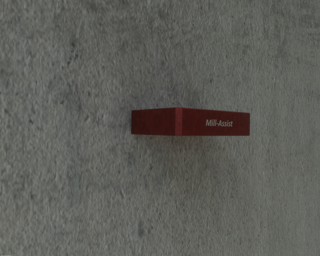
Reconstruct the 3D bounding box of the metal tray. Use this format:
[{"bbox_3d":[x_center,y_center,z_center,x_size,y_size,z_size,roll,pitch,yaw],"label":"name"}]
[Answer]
[{"bbox_3d":[0.041,-0.006,0.395,0.131,0.090,0.030,1,90,-40],"label":"metal tray"}]
